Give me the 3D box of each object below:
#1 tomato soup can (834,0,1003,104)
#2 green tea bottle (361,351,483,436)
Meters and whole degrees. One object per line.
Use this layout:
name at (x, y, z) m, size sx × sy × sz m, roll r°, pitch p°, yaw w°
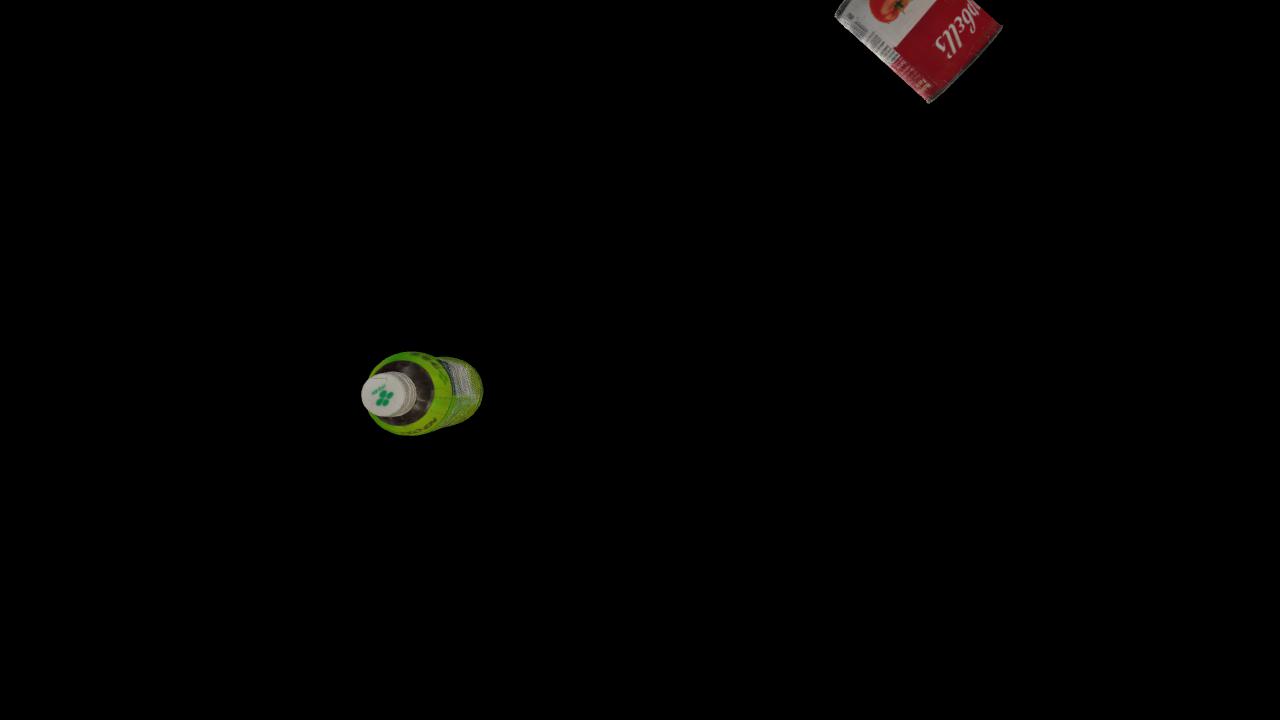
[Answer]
tomato soup can at (0.207, -0.255, 0.464) m, size 0.101 × 0.068 × 0.068 m, roll 41°, pitch -1°, yaw -1°
green tea bottle at (-0.186, 0.027, 0.529) m, size 0.073 × 0.073 × 0.212 m, roll 0°, pitch -4°, yaw -5°
